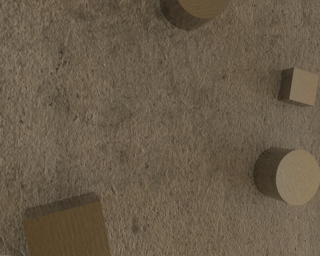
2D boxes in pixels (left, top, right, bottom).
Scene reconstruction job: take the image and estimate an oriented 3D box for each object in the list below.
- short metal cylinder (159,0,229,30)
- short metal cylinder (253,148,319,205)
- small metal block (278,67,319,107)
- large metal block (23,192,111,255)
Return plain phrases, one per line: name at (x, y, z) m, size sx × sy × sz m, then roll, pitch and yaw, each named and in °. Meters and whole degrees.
short metal cylinder at (0.045, -0.177, 0.412) m, size 0.081 × 0.050 × 0.079 m, roll 0°, pitch 90°, yaw -20°
short metal cylinder at (0.190, 0.071, 0.466) m, size 0.081 × 0.050 × 0.079 m, roll 0°, pitch 90°, yaw -20°
small metal block at (0.219, -0.063, 0.489) m, size 0.050 × 0.025 × 0.050 m, roll 11°, pitch 86°, yaw -20°
large metal block at (-0.105, 0.127, 0.357) m, size 0.081 × 0.050 × 0.080 m, roll -11°, pitch 94°, yaw -20°
